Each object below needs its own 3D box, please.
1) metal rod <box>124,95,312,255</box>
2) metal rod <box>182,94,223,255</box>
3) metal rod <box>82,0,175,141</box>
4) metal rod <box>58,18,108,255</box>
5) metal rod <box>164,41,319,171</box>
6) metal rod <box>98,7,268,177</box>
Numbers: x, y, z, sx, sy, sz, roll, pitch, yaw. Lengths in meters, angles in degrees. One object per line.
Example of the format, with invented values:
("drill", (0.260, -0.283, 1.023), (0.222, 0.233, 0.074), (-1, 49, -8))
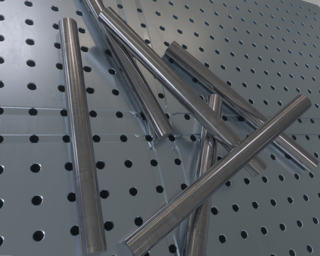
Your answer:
("metal rod", (0.085, 0.045, 0.374), (0.302, 0.025, 0.025), (-35, 81, -22))
("metal rod", (0.054, 0.074, 0.391), (0.025, 0.025, 0.300), (24, 53, -14))
("metal rod", (-0.061, -0.116, 0.445), (0.025, 0.025, 0.299), (-18, 71, -35))
("metal rod", (-0.095, -0.010, 0.362), (0.025, 0.025, 0.299), (1, 61, -28))
("metal rod", (0.131, -0.034, 0.498), (0.300, 0.025, 0.025), (39, 51, -2))
("metal rod", (0.028, -0.050, 0.419), (0.300, 0.025, 0.025), (46, 51, 3))
